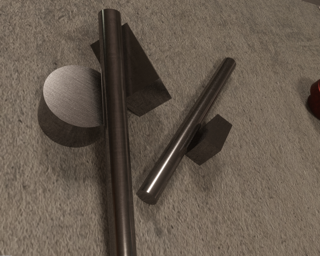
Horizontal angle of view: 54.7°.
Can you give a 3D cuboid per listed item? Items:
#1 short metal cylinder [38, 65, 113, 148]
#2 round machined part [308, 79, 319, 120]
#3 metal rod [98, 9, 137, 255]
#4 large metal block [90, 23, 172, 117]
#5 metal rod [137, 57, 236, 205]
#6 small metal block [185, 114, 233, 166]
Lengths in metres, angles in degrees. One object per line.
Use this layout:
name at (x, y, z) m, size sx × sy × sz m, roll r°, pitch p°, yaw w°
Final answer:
short metal cylinder at (-0.094, -0.024, 0.353) m, size 0.081 × 0.050 × 0.080 m, roll 14°, pitch 56°, yaw -21°
round machined part at (0.330, -0.048, 0.604) m, size 0.099 × 0.042 × 0.098 m, roll 14°, pitch 56°, yaw -21°
metal rod at (-0.044, 0.020, 0.317) m, size 0.025 × 0.025 × 0.298 m, roll 1°, pitch 78°, yaw -28°
large metal block at (-0.033, -0.068, 0.385) m, size 0.050 × 0.080 × 0.080 m, roll -30°, pitch 75°, yaw 5°
metal rod at (0.053, -0.017, 0.444) m, size 0.025 × 0.025 × 0.301 m, roll 38°, pitch 51°, yaw -3°
small metal block at (0.065, 0.016, 0.415) m, size 0.025 × 0.050 × 0.050 m, roll 37°, pitch 51°, yaw -4°
